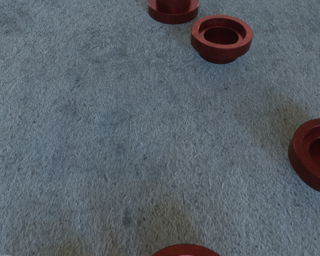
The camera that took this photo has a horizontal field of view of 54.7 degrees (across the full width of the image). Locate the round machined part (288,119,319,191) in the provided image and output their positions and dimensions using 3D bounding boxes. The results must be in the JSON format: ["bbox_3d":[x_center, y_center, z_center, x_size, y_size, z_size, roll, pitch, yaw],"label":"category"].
[{"bbox_3d":[0.200,0.038,0.361,0.099,0.042,0.098,0,50,0],"label":"round machined part"}]

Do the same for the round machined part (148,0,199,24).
[{"bbox_3d":[0.026,-0.245,0.598,0.099,0.042,0.098,0,50,0],"label":"round machined part"}]

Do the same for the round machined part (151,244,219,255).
[{"bbox_3d":[0.023,0.154,0.263,0.099,0.042,0.098,0,50,0],"label":"round machined part"}]

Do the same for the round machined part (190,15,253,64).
[{"bbox_3d":[0.100,-0.143,0.513,0.099,0.042,0.098,0,50,0],"label":"round machined part"}]
